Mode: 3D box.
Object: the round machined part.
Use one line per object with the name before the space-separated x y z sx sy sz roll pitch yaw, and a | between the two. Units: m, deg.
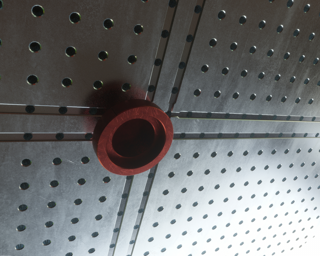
round machined part | -0.036 0.008 0.387 0.099 0.042 0.097 -14 125 -21
